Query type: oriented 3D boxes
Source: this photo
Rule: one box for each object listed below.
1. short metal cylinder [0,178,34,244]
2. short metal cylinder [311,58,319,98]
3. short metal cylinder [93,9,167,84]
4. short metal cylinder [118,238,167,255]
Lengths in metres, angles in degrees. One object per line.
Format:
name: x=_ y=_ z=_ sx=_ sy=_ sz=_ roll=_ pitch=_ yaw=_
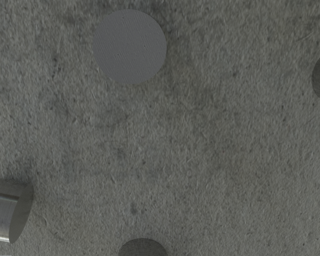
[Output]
short metal cylinder: x=-0.212 y=0.110 z=0.418 sx=0.050 sy=0.080 sz=0.079 roll=13 pitch=110 yaw=-5
short metal cylinder: x=0.237 y=-0.060 z=0.378 sx=0.081 sy=0.050 sz=0.079 roll=0 pitch=110 yaw=-1
short metal cylinder: x=-0.033 y=-0.096 z=0.361 sx=0.081 sy=0.050 sz=0.079 roll=0 pitch=110 yaw=-1
short metal cylinder: x=-0.028 y=0.219 z=0.477 sx=0.081 sy=0.050 sz=0.079 roll=0 pitch=110 yaw=-1
